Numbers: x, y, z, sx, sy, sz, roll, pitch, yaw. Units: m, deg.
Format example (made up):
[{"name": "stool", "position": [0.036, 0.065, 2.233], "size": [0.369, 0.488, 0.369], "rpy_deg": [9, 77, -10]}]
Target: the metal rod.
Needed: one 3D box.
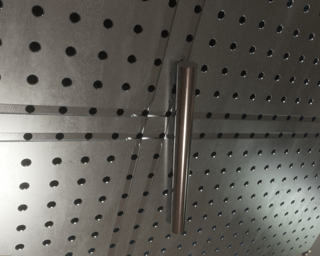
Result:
[{"name": "metal rod", "position": [0.032, 0.048, 0.460], "size": [0.025, 0.025, 0.298], "rpy_deg": [-13, 124, -22]}]
